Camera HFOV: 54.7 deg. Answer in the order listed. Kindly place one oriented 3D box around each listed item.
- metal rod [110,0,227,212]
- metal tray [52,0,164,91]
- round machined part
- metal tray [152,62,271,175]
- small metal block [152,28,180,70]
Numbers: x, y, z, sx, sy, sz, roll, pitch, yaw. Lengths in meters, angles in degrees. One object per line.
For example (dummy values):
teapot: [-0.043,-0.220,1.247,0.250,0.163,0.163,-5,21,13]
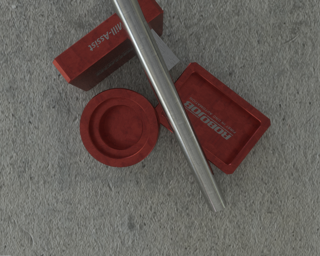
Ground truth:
metal rod: [0.016,-0.021,0.358,0.025,0.025,0.299,-26,112,0]
metal tray: [-0.057,-0.099,0.377,0.130,0.090,0.030,-37,90,0]
round machined part: [-0.048,-0.001,0.398,0.099,0.042,0.097,0,93,5]
metal tray: [0.066,-0.012,0.409,0.130,0.030,0.090,38,90,-1]
small metal block: [-0.005,-0.096,0.394,0.025,0.050,0.050,-43,105,2]
